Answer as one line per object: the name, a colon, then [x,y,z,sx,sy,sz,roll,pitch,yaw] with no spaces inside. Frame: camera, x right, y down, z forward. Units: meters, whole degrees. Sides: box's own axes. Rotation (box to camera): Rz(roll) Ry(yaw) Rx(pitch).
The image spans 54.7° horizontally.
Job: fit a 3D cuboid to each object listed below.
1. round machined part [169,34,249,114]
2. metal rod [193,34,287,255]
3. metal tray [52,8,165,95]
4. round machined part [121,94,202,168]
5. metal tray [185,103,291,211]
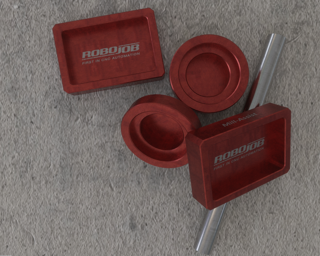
round machined part: [0.061,-0.067,0.402,0.099,0.042,0.097,0,90,-1]
metal rod: [0.106,0.021,0.410,0.025,0.025,0.299,20,90,0]
metal tray: [-0.065,-0.098,0.406,0.131,0.030,0.089,-10,90,0]
round machined part: [0.005,0.000,0.385,0.098,0.042,0.097,11,128,14]
metal tray: [0.097,0.031,0.369,0.131,0.030,0.089,-19,115,-22]
